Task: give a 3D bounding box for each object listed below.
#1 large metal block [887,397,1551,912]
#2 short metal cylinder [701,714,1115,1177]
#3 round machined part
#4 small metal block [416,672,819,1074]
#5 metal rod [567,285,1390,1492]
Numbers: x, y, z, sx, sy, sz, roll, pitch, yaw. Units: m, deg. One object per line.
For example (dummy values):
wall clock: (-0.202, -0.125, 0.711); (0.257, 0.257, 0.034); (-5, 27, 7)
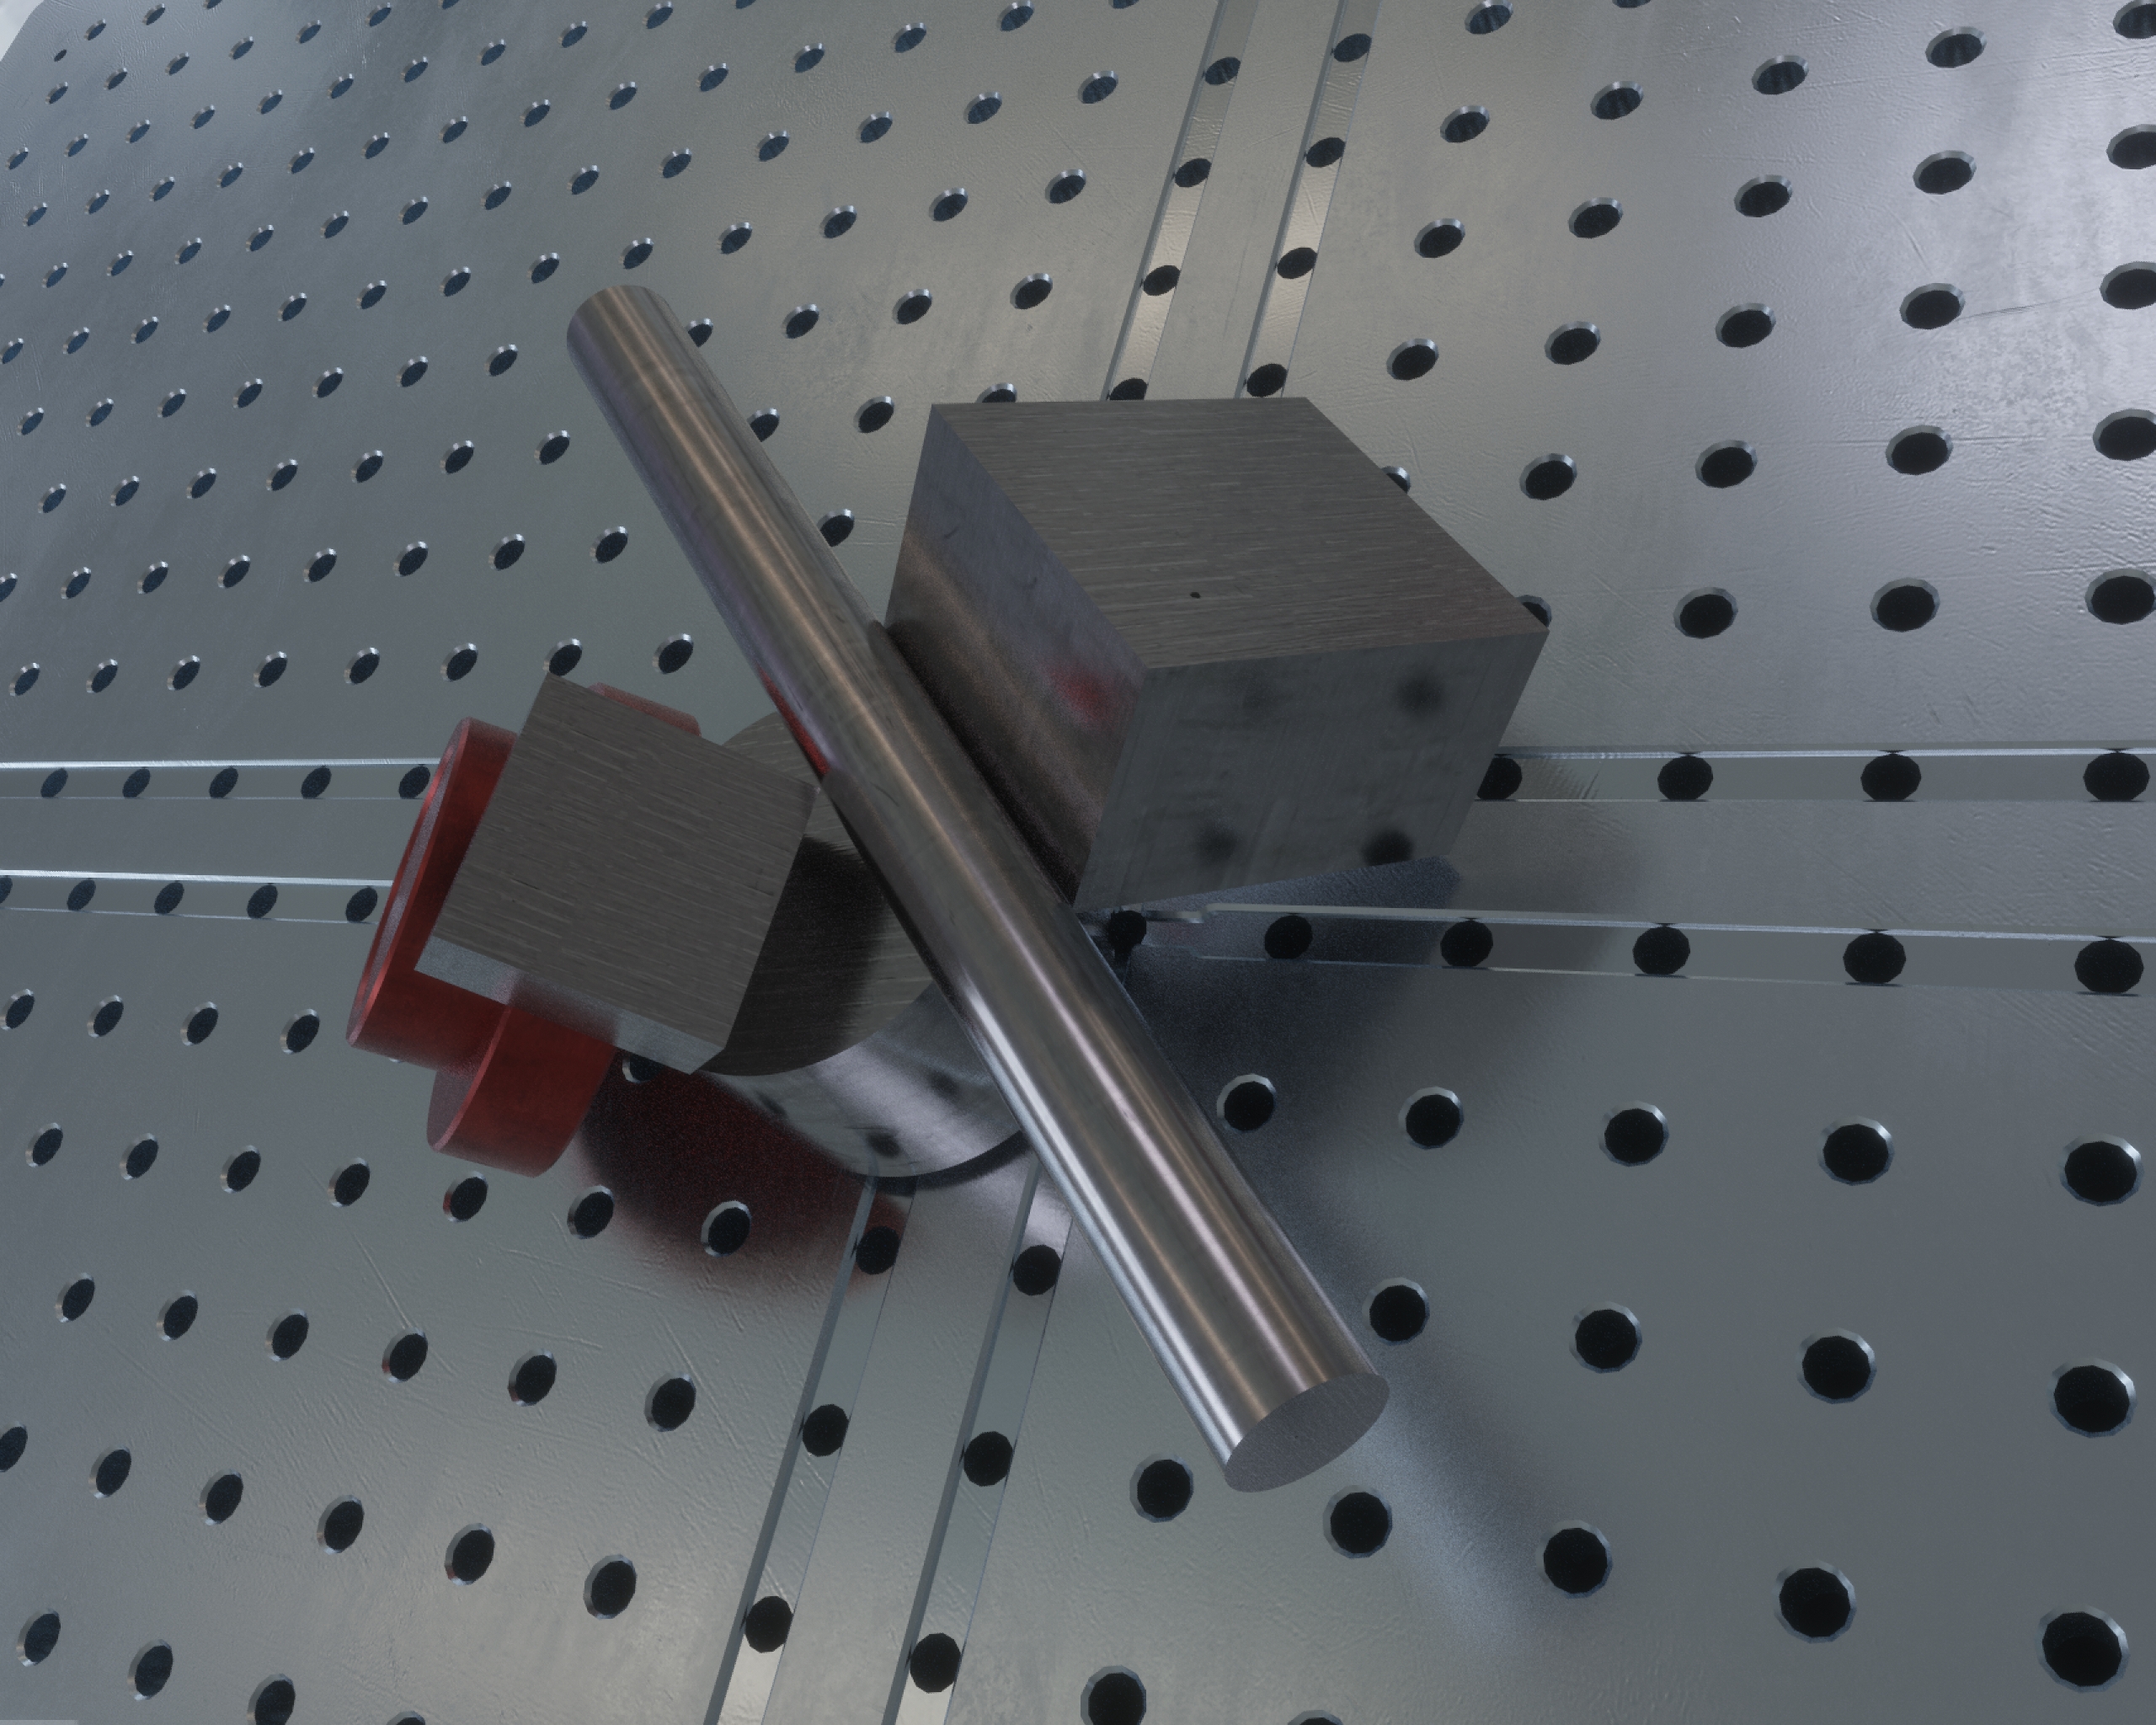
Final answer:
large metal block: (0.021, -0.041, 0.373); (0.081, 0.050, 0.080); (-8, 44, -30)
short metal cylinder: (-0.040, 0.014, 0.399); (0.080, 0.050, 0.080); (-13, 56, 21)
round machined part: (-0.113, 0.010, 0.413); (0.097, 0.042, 0.098); (-52, 27, 40)
small metal block: (-0.079, 0.003, 0.360); (0.025, 0.050, 0.050); (-34, 35, 61)
metal rod: (-0.035, -0.021, 0.370); (0.025, 0.025, 0.300); (-37, 51, 3)
